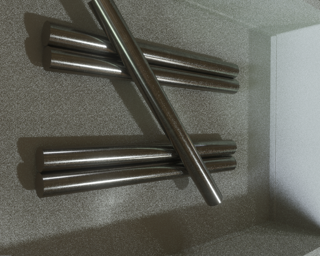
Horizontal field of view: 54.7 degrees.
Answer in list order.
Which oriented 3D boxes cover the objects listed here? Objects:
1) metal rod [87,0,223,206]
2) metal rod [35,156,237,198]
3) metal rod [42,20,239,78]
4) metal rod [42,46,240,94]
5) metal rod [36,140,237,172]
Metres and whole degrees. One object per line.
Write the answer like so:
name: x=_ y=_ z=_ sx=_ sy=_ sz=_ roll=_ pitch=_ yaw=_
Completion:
metal rod: x=0.006 y=-0.017 z=0.378 sx=0.025 sy=0.025 sz=0.299 roll=-46 pitch=117 yaw=-30
metal rod: x=-0.003 y=0.056 z=0.402 sx=0.302 sy=0.025 sz=0.025 roll=0 pitch=90 yaw=-40
metal rod: x=0.002 y=-0.093 z=0.406 sx=0.302 sy=0.025 sz=0.025 roll=1 pitch=90 yaw=-40
metal rod: x=0.003 y=-0.068 z=0.406 sx=0.302 sy=0.025 sz=0.025 roll=1 pitch=90 yaw=-40
metal rod: x=-0.002 y=0.031 z=0.402 sx=0.302 sy=0.025 sz=0.025 roll=0 pitch=90 yaw=-40
